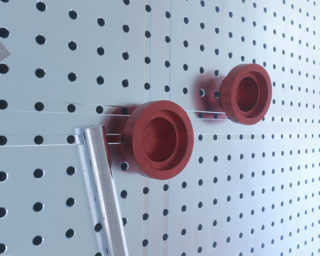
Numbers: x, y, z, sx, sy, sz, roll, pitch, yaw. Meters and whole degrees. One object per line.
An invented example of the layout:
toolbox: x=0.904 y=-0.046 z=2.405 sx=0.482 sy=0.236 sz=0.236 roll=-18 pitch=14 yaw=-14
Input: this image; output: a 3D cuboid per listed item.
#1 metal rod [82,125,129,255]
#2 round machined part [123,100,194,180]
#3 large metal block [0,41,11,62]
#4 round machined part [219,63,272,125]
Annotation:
metal rod: x=-0.051 y=0.144 z=0.366 sx=0.025 sy=0.025 sz=0.298 roll=-16 pitch=100 yaw=-39
round machined part: x=-0.006 y=0.015 z=0.393 sx=0.099 sy=0.042 sz=0.097 roll=0 pitch=90 yaw=-40
large metal block: x=-0.183 y=-0.065 z=0.239 sx=0.080 sy=0.050 sz=0.080 roll=-48 pitch=119 yaw=-29
round machined part: x=0.134 y=-0.055 z=0.504 sx=0.099 sy=0.042 sz=0.097 roll=-7 pitch=102 yaw=-34
